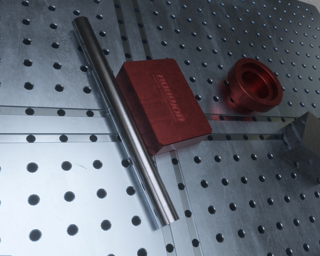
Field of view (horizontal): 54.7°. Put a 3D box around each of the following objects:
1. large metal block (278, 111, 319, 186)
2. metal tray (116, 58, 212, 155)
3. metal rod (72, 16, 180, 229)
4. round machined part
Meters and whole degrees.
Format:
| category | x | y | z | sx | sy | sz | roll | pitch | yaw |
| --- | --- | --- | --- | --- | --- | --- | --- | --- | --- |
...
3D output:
| category | x | y | z | sx | sy | sz | roll | pitch | yaw |
| --- | --- | --- | --- | --- | --- | --- | --- | --- | --- |
| large metal block | 0.251 | 0.033 | 0.510 | 0.080 | 0.050 | 0.080 | 37 | 51 | -4 |
| metal tray | 0.005 | -0.034 | 0.430 | 0.091 | 0.030 | 0.130 | -13 | 69 | -34 |
| metal rod | -0.051 | -0.021 | 0.394 | 0.025 | 0.025 | 0.299 | -14 | 69 | -34 |
| round machined part | 0.155 | -0.068 | 0.525 | 0.099 | 0.042 | 0.098 | 14 | 56 | -21 |
